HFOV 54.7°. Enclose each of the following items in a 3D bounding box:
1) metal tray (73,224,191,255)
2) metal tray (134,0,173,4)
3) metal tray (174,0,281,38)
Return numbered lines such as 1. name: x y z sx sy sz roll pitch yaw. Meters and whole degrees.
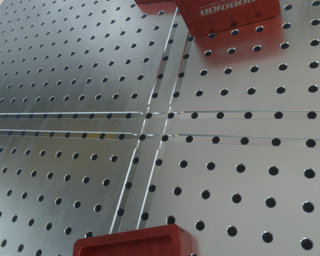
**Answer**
1. metal tray: -0.032 0.157 0.323 0.130 0.030 0.090 -15 56 19
2. metal tray: 0.005 -0.295 0.581 0.090 0.030 0.130 9 66 31
3. metal tray: 0.092 -0.182 0.428 0.130 0.090 0.030 -9 58 23
